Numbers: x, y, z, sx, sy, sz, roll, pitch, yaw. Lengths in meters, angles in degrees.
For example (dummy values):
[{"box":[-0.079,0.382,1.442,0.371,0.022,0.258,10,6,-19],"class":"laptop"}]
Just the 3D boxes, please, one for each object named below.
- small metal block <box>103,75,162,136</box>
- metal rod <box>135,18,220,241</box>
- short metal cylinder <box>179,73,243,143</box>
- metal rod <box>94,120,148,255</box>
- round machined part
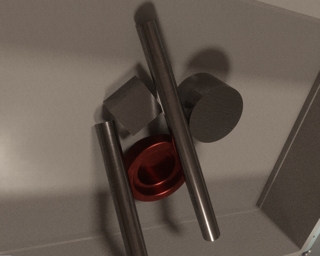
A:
[{"box":[-0.031,-0.027,0.376,0.050,0.025,0.050,-40,130,-1],"class":"small metal block"},{"box":[0.029,0.019,0.385,0.025,0.025,0.298,-24,111,-14],"class":"metal rod"},{"box":[0.062,-0.027,0.411,0.081,0.050,0.079,-14,124,-21],"class":"short metal cylinder"},{"box":[-0.032,0.138,0.379,0.025,0.025,0.298,-14,93,-21],"class":"metal rod"},{"box":[-0.008,0.050,0.426,0.099,0.042,0.097,-14,125,-21],"class":"round machined part"}]
